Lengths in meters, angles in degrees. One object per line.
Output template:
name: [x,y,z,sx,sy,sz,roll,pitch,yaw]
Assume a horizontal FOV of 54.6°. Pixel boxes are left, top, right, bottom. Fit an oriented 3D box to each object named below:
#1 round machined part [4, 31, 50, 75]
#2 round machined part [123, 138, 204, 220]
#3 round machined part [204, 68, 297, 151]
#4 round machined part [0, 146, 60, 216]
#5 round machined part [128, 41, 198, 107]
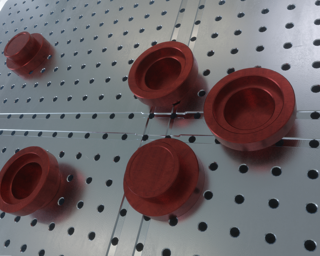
round machined part: [-0.285,-0.162,0.649,0.098,0.042,0.098,-13,56,21]
round machined part: [-0.001,0.055,0.365,0.098,0.042,0.098,-13,56,21]
round machined part: [0.103,-0.018,0.354,0.098,0.042,0.098,-13,56,21]
round machined part: [-0.185,0.079,0.448,0.098,0.042,0.098,-13,56,21]
round machined part: [0.008,-0.071,0.438,0.098,0.042,0.098,-13,56,21]
